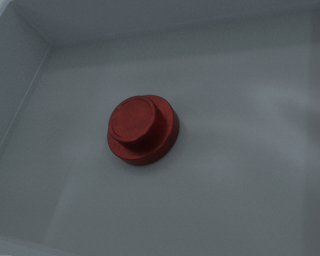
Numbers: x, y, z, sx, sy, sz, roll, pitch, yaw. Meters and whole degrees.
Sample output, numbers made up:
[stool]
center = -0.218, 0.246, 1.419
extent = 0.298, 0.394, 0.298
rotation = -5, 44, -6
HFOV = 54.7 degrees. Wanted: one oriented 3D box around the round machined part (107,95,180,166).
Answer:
[round machined part]
center = -0.028, -0.004, 0.406
extent = 0.098, 0.042, 0.098
rotation = -13, 56, 20
